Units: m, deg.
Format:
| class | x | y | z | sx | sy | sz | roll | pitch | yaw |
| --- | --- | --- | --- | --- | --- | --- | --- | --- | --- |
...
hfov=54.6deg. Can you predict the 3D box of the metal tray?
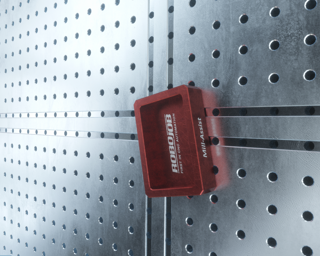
| class | x | y | z | sx | sy | sz | roll | pitch | yaw |
| --- | --- | --- | --- | --- | --- | --- | --- | --- | --- |
| metal tray | 0.016 | 0.019 | 0.393 | 0.090 | 0.030 | 0.129 | -13 | 81 | 39 |
